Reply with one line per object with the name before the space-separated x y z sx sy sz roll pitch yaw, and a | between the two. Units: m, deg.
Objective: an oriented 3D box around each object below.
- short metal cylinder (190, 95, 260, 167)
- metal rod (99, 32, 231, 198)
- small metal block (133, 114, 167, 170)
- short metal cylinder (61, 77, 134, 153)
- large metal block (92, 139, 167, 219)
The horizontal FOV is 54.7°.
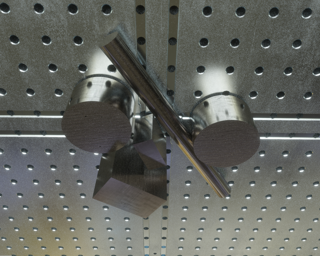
short metal cylinder | 0.081 0.005 0.395 0.081 0.050 0.079 0 130 0
metal rod | 0.024 0.003 0.410 0.025 0.025 0.300 -25 126 20
small metal block | -0.012 0.018 0.405 0.025 0.050 0.050 -17 128 13
short metal cylinder | -0.073 -0.015 0.377 0.081 0.050 0.079 0 130 0
large metal block | -0.038 0.065 0.425 0.080 0.080 0.050 28 125 -21
